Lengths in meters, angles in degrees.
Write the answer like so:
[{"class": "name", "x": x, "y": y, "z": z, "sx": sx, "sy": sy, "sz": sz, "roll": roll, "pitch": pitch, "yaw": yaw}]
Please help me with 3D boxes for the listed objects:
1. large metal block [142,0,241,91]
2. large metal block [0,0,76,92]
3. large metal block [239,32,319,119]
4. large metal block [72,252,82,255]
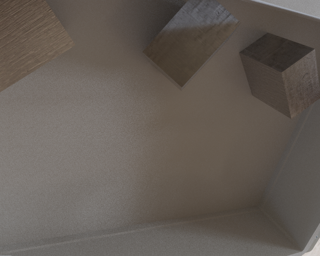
[{"class": "large metal block", "x": 0.031, "y": -0.087, "z": 0.327, "sx": 0.050, "sy": 0.080, "sz": 0.080, "roll": 43, "pitch": 95, "yaw": 0}, {"class": "large metal block", "x": -0.134, "y": -0.089, "z": 0.264, "sx": 0.080, "sy": 0.050, "sz": 0.080, "roll": -35, "pitch": 129, "yaw": -6}, {"class": "large metal block", "x": 0.161, "y": -0.071, "z": 0.416, "sx": 0.050, "sy": 0.080, "sz": 0.080, "roll": -36, "pitch": 129, "yaw": -5}, {"class": "large metal block", "x": -0.125, "y": 0.251, "z": 0.462, "sx": 0.050, "sy": 0.080, "sz": 0.079, "roll": -18, "pitch": 126, "yaw": -18}]
